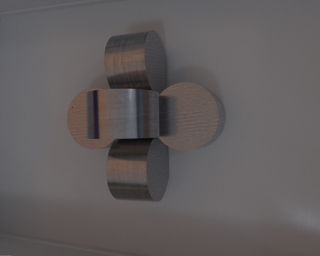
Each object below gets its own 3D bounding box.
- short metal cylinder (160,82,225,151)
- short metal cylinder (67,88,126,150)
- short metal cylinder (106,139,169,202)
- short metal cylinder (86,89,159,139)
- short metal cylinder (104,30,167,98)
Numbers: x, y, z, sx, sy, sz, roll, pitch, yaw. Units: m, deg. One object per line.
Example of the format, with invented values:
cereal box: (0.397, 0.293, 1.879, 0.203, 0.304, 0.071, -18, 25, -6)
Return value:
short metal cylinder: (0.036, -0.013, 0.382, 0.080, 0.050, 0.080, 0, 90, 20)
short metal cylinder: (-0.077, -0.012, 0.423, 0.080, 0.050, 0.080, 0, 90, 20)
short metal cylinder: (-0.025, 0.050, 0.388, 0.050, 0.080, 0.080, -2, 90, 19)
short metal cylinder: (-0.041, -0.014, 0.347, 0.080, 0.080, 0.050, -1, 90, 20)
short metal cylinder: (-0.027, -0.078, 0.389, 0.050, 0.080, 0.080, -2, 90, 19)
